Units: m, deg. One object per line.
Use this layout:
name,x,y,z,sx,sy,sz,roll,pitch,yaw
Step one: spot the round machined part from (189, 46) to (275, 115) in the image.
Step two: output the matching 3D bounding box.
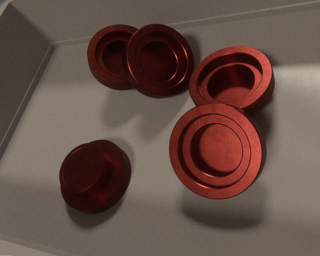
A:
round machined part,0.088,-0.049,0.377,0.098,0.042,0.098,-13,56,20

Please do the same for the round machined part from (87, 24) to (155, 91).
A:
round machined part,-0.058,-0.101,0.466,0.099,0.042,0.098,3,74,-9

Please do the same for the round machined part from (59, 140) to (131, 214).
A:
round machined part,-0.091,0.058,0.405,0.098,0.042,0.098,-13,56,20

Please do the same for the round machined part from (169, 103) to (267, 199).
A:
round machined part,0.063,0.022,0.330,0.098,0.042,0.097,2,93,28

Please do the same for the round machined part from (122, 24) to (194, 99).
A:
round machined part,-0.006,-0.088,0.427,0.098,0.098,0.042,-63,19,-17
